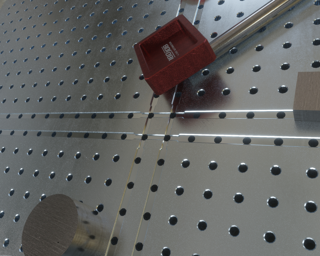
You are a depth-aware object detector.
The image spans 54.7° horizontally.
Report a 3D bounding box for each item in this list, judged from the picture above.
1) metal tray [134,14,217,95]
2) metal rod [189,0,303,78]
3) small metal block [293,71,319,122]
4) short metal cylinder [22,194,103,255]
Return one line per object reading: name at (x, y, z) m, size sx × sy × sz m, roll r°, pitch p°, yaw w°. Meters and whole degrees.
metal tray at (0.015, -0.108, 0.437) m, size 0.090 × 0.030 × 0.130 m, roll -32°, pitch 34°, yaw 9°
metal rod at (0.158, -0.164, 0.426) m, size 0.300 × 0.025 × 0.025 m, roll -34°, pitch 51°, yaw 5°
small metal block at (0.176, -0.034, 0.337) m, size 0.050 × 0.025 × 0.050 m, roll 4°, pitch 64°, yaw 30°
short metal cylinder at (-0.117, 0.127, 0.376) m, size 0.080 × 0.050 × 0.080 m, roll -13°, pitch 56°, yaw 21°
